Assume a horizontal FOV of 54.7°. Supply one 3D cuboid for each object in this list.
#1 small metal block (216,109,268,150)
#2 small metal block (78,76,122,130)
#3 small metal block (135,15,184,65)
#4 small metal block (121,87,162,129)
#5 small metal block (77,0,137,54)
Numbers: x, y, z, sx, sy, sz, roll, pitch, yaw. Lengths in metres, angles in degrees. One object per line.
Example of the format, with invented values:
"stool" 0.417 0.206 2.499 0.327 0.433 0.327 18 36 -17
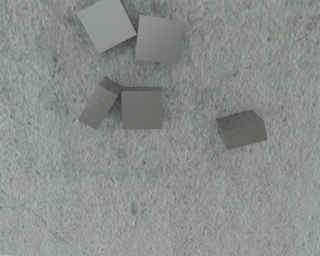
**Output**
"small metal block" 0.103 0.001 0.398 0.050 0.050 0.025 -15 110 5
"small metal block" -0.073 -0.032 0.384 0.025 0.050 0.050 31 107 -11
"small metal block" -0.001 -0.106 0.371 0.050 0.025 0.050 7 110 -3
"small metal block" -0.022 -0.026 0.400 0.050 0.025 0.050 0 110 -1
"small metal block" -0.060 -0.123 0.364 0.050 0.025 0.050 -25 109 8
